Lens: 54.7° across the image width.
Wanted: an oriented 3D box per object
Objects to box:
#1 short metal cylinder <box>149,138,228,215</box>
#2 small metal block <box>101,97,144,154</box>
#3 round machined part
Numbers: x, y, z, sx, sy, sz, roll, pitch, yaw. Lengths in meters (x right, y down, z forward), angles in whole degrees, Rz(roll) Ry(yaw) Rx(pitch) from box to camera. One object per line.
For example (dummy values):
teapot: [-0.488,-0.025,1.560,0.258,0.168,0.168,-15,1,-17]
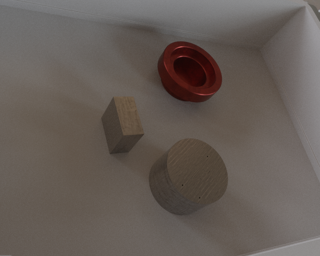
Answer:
short metal cylinder: [0.034,0.059,0.373,0.081,0.050,0.080,14,56,-21]
small metal block: [-0.046,-0.003,0.368,0.025,0.050,0.050,-3,64,-30]
round machined part: [0.041,-0.079,0.467,0.099,0.042,0.098,14,56,-21]
